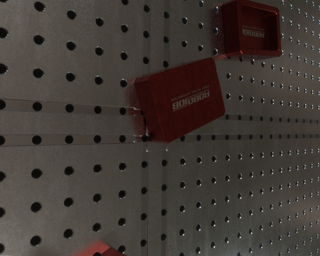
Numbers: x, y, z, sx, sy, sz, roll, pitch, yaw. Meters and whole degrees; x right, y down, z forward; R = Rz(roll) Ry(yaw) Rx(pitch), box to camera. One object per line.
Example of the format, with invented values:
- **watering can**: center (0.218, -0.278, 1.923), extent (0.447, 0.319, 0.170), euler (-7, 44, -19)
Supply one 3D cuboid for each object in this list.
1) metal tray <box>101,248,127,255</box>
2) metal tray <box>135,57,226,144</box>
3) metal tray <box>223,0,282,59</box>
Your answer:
- **metal tray**: center (-0.062, 0.221, 0.356), extent (0.091, 0.030, 0.129), euler (-26, 106, -37)
- **metal tray**: center (0.034, -0.042, 0.437), extent (0.131, 0.030, 0.089), euler (-25, 106, -38)
- **metal tray**: center (0.166, -0.171, 0.547), extent (0.131, 0.030, 0.089), euler (-9, 96, -40)
